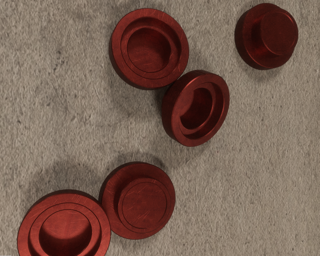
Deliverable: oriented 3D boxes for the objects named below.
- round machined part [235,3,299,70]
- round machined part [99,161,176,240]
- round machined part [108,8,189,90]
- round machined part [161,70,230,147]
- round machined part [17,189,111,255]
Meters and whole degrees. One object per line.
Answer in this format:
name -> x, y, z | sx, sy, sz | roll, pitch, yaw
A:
round machined part -> 0.165, -0.138, 0.463 | 0.099, 0.042, 0.097 | 0, 90, -21
round machined part -> -0.025, 0.093, 0.392 | 0.099, 0.042, 0.097 | 0, 90, -21
round machined part -> -0.016, -0.096, 0.393 | 0.099, 0.042, 0.097 | 1, 88, -19
round machined part -> 0.041, -0.028, 0.402 | 0.099, 0.042, 0.097 | -18, 122, -32
round machined part -> -0.109, 0.119, 0.358 | 0.099, 0.042, 0.097 | 0, 91, -17
